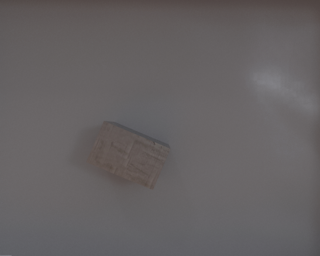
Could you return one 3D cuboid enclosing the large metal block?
[{"bbox_3d":[-0.035,0.030,0.384,0.080,0.080,0.050,23,90,0],"label":"large metal block"}]
